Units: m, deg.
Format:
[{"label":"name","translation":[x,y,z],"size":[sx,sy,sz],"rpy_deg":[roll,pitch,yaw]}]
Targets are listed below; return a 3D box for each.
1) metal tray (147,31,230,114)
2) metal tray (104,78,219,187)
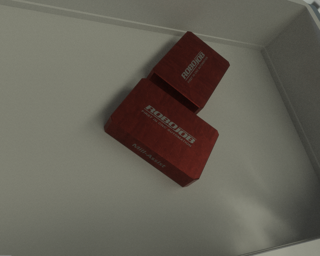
[{"label":"metal tray","translation":[0.047,-0.087,0.483],"size":[0.090,0.030,0.130],"rpy_deg":[38,51,-3]},{"label":"metal tray","translation":[0.006,0.004,0.405],"size":[0.130,0.030,0.090],"rpy_deg":[36,51,-5]}]
